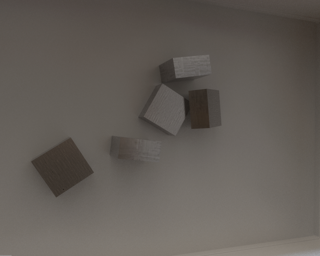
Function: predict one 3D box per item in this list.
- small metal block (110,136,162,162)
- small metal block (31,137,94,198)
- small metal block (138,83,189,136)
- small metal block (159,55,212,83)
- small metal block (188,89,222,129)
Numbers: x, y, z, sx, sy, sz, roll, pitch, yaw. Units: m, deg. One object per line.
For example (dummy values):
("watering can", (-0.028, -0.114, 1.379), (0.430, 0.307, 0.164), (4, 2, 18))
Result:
("small metal block", (-0.032, 0.025, 0.386), (0.050, 0.050, 0.025), (7, 88, -20))
("small metal block", (-0.115, 0.045, 0.368), (0.050, 0.025, 0.050), (-34, 101, -17))
("small metal block", (0.008, -0.024, 0.413), (0.050, 0.025, 0.050), (32, 80, -17))
("small metal block", (0.032, -0.077, 0.409), (0.050, 0.050, 0.025), (-10, 94, -20))
("small metal block", (0.062, -0.026, 0.419), (0.050, 0.025, 0.050), (-8, 94, -62))
